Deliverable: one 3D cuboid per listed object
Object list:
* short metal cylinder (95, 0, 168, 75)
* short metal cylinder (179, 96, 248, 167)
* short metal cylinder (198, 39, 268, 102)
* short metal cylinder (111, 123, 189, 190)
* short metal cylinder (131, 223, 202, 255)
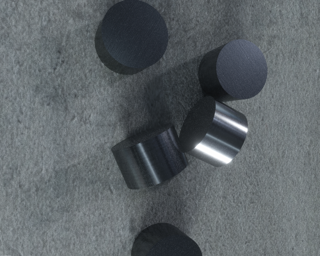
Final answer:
[{"bbox_3d":[-0.036,-0.109,0.383,0.081,0.050,0.079,0,90,-21],"label":"short metal cylinder"},{"bbox_3d":[0.068,0.005,0.406,0.050,0.080,0.080,26,81,-19],"label":"short metal cylinder"},{"bbox_3d":[0.101,-0.078,0.435,0.081,0.050,0.079,0,90,-20],"label":"short metal cylinder"},{"bbox_3d":[-0.012,0.033,0.376,0.081,0.080,0.050,-25,99,-19],"label":"short metal cylinder"},{"bbox_3d":[0.008,0.170,0.400,0.081,0.050,0.079,0,90,-21],"label":"short metal cylinder"}]
